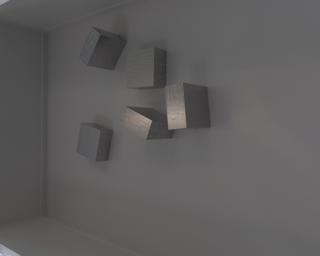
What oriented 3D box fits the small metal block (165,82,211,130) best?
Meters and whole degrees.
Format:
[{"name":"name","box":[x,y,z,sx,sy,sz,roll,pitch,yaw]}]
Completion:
[{"name":"small metal block","box":[0.033,-0.024,0.363,0.025,0.050,0.050,-7,86,40]}]

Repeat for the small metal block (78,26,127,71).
[{"name":"small metal block","box":[-0.085,-0.117,0.461,0.025,0.050,0.050,46,117,30]}]

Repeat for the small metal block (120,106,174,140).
[{"name":"small metal block","box":[-0.015,-0.007,0.403,0.050,0.050,0.025,28,108,36]}]

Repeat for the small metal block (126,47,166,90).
[{"name":"small metal block","box":[-0.019,-0.080,0.423,0.050,0.025,0.050,1,91,40]}]

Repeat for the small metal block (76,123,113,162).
[{"name":"small metal block","box":[-0.104,0.022,0.493,0.050,0.025,0.050,18,102,38]}]
